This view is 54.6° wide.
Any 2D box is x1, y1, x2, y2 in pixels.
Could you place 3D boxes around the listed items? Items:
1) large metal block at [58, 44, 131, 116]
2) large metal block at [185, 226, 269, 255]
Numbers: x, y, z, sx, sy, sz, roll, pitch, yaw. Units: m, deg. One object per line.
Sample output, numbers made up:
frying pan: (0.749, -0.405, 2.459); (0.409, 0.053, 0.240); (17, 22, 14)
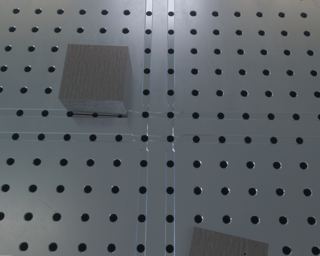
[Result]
large metal block: (-0.084, -0.064, 0.422); (0.080, 0.050, 0.080); (3, 70, 1)
large metal block: (0.067, 0.159, 0.341); (0.080, 0.050, 0.080); (12, 70, 4)
